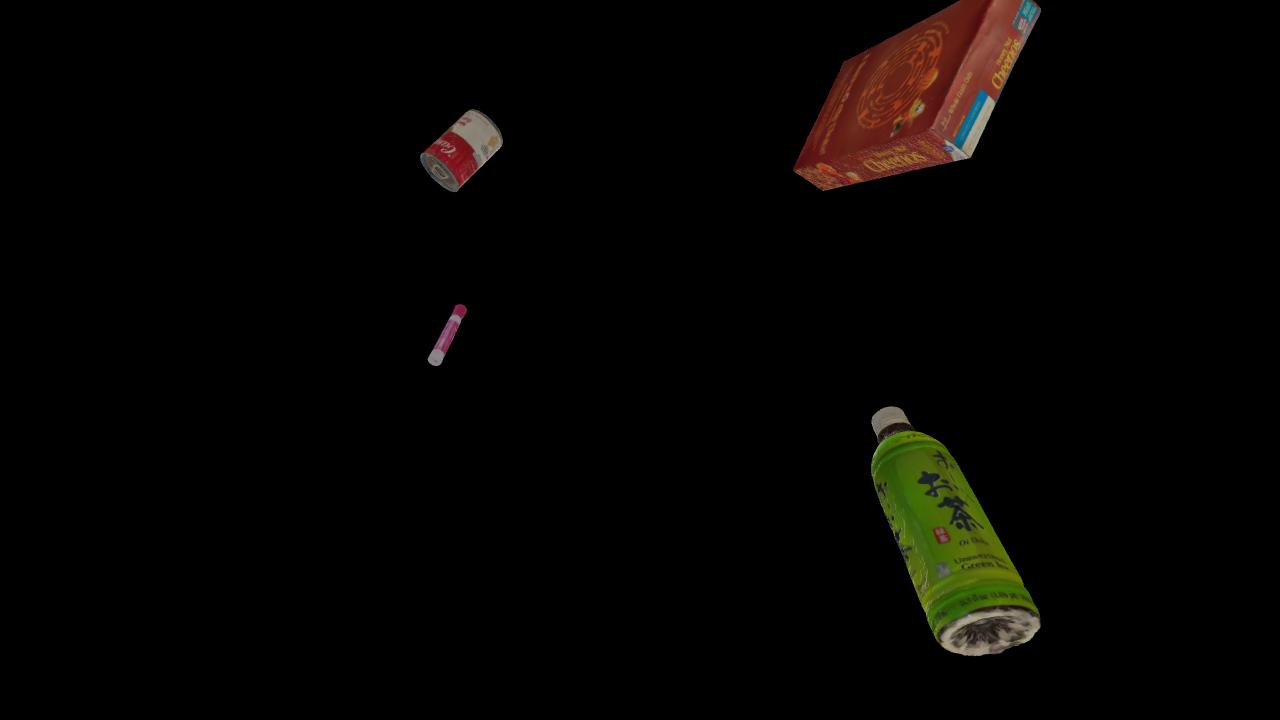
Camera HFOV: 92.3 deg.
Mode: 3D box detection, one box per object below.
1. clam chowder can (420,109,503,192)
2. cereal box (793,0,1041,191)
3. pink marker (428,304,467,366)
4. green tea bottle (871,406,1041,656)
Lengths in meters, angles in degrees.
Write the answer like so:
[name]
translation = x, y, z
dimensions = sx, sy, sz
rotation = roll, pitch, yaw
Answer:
[clam chowder can]
translation = -0.253, -0.300, 0.881
dimensions = 0.068, 0.102, 0.068
rotation = 32, -21, 14
[cereal box]
translation = 0.362, -0.359, 0.858
dimensions = 0.081, 0.203, 0.306
rotation = 26, -2, -20
[pink marker]
translation = -0.276, -0.039, 0.887
dimensions = 0.020, 0.020, 0.121
rotation = 0, 43, 8
[green tea bottle]
translation = 0.235, 0.121, 0.496
dimensions = 0.073, 0.073, 0.212
rotation = 0, 37, -1
